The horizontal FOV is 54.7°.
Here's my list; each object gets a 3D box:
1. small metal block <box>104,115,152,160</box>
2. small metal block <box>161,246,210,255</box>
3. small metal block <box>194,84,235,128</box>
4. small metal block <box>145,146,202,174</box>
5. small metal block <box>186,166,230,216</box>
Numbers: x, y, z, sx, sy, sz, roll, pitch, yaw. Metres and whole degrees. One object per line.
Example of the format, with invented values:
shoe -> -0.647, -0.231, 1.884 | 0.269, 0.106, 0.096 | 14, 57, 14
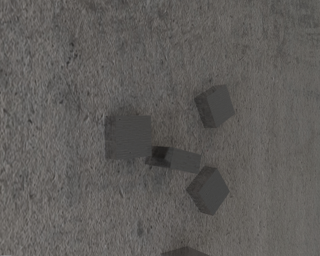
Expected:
small metal block -> -0.038, 0.010, 0.373 | 0.050, 0.025, 0.050 | -2, 92, -40
small metal block -> 0.037, 0.185, 0.419 | 0.050, 0.050, 0.025 | 3, 88, -40
small metal block -> 0.084, -0.033, 0.475 | 0.050, 0.025, 0.050 | -34, 111, -35
small metal block -> 0.017, 0.041, 0.402 | 0.050, 0.050, 0.025 | 18, 79, -39
small metal block -> 0.073, 0.094, 0.466 | 0.050, 0.025, 0.050 | -46, 117, -30
